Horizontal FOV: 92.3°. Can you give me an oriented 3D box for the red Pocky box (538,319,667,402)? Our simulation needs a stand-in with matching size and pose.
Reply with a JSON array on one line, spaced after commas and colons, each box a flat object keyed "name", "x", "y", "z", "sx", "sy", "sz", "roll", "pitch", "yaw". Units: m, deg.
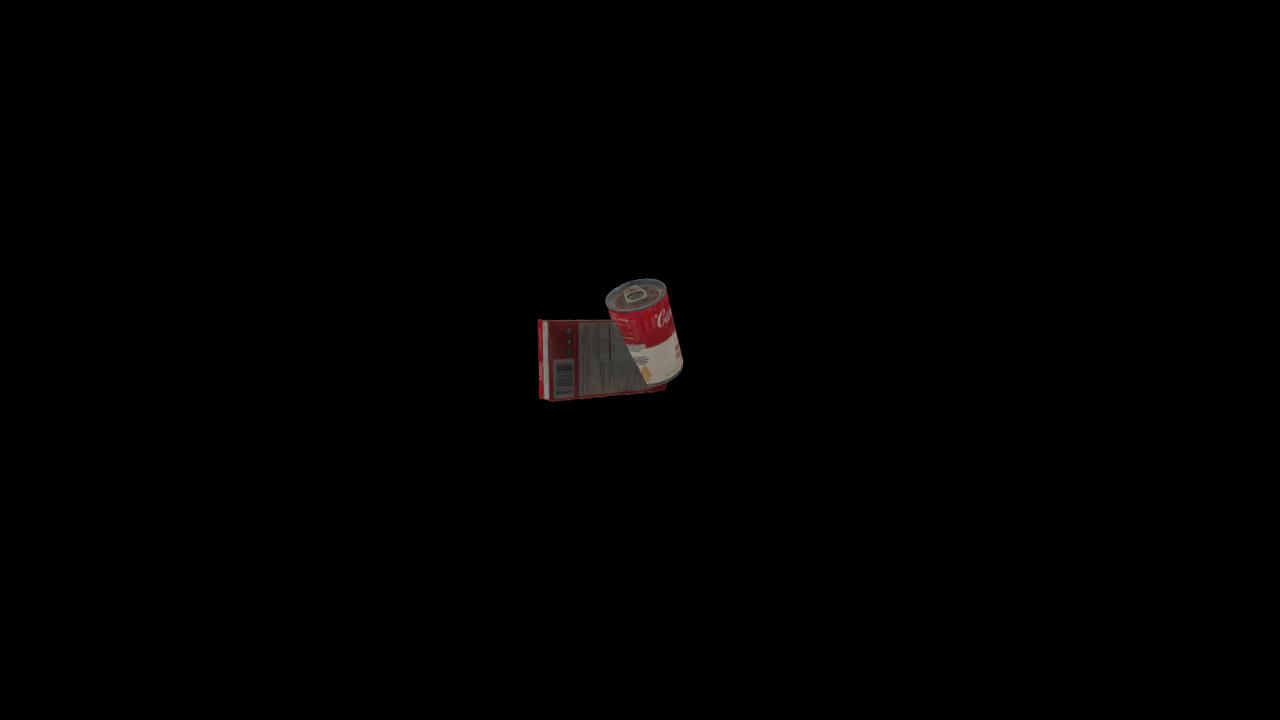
[{"name": "red Pocky box", "x": -0.037, "y": -0.002, "z": 0.661, "sx": 0.155, "sy": 0.083, "sz": 0.028, "roll": -3, "pitch": 4, "yaw": -38}]

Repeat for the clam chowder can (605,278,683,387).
[{"name": "clam chowder can", "x": 0.007, "y": -0.029, "z": 0.682, "sx": 0.068, "sy": 0.102, "sz": 0.068, "roll": -11, "pitch": 33, "yaw": 7}]
